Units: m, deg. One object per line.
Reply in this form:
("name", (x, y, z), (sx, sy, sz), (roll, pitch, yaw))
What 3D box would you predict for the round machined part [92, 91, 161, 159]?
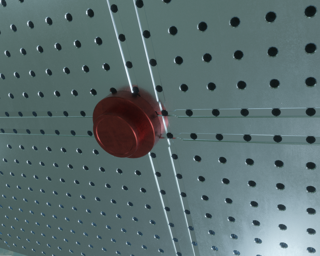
("round machined part", (-0.052, 0.002, 0.427), (0.098, 0.042, 0.097), (13, 124, 20))
